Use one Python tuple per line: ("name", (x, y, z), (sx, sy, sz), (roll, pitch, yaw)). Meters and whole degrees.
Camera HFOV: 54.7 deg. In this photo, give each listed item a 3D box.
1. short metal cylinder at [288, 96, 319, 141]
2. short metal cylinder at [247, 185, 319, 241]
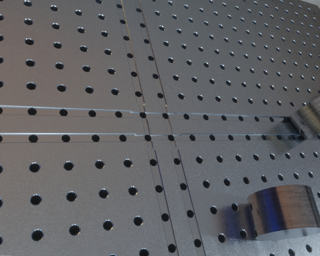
("short metal cylinder", (0.271, -0.021, 0.531), (0.081, 0.080, 0.050), (-24, 75, -36))
("short metal cylinder", (0.156, 0.109, 0.390), (0.081, 0.080, 0.050), (9, 58, -24))
